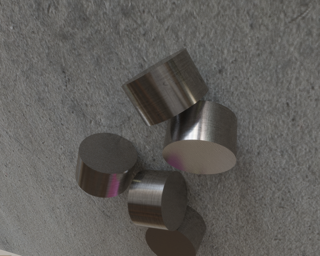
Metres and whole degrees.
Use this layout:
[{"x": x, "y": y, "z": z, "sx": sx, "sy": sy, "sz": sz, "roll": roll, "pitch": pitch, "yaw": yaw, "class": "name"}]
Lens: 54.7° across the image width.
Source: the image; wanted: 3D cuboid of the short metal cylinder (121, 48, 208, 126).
[{"x": 0.005, "y": -0.045, "z": 0.339, "sx": 0.080, "sy": 0.080, "sz": 0.050, "roll": -21, "pitch": 106, "yaw": 35, "class": "short metal cylinder"}]

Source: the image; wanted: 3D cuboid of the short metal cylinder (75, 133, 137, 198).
[{"x": -0.077, "y": 0.052, "z": 0.442, "sx": 0.080, "sy": 0.080, "sz": 0.050, "roll": 27, "pitch": 128, "yaw": 11, "class": "short metal cylinder"}]

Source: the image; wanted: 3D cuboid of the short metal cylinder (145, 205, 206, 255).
[{"x": 0.025, "y": 0.162, "z": 0.476, "sx": 0.080, "sy": 0.050, "sz": 0.079, "roll": 13, "pitch": 124, "yaw": 20, "class": "short metal cylinder"}]

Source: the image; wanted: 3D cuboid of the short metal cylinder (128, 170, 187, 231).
[{"x": -0.001, "y": 0.099, "z": 0.432, "sx": 0.050, "sy": 0.080, "sz": 0.080, "roll": -2, "pitch": 118, "yaw": 29, "class": "short metal cylinder"}]

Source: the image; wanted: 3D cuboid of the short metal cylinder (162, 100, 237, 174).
[{"x": 0.046, "y": 0.013, "z": 0.353, "sx": 0.080, "sy": 0.050, "sz": 0.080, "roll": 7, "pitch": 148, "yaw": 5, "class": "short metal cylinder"}]
